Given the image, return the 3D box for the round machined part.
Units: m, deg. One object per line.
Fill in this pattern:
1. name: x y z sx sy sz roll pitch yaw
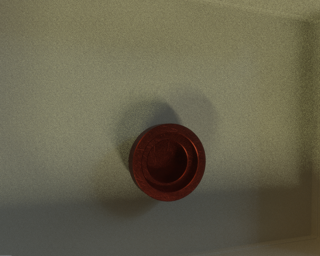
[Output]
1. round machined part: 0.007 0.043 0.405 0.099 0.042 0.097 0 90 -21
